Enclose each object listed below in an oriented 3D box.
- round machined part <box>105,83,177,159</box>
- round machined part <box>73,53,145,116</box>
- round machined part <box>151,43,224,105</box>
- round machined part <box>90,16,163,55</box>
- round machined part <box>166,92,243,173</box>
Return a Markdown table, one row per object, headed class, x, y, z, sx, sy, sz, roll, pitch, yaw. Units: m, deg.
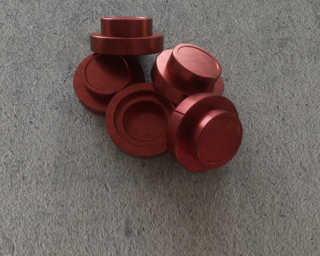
| class | x | y | z | sx | sy | sz | roll | pitch | yaw |
| --- | --- | --- | --- | --- | --- | --- | --- | --- | --- |
| round machined part | -0.019 | -0.006 | 0.402 | 0.099 | 0.042 | 0.098 | 0 | 70 | -1 |
| round machined part | -0.070 | -0.068 | 0.425 | 0.099 | 0.042 | 0.098 | 0 | 70 | -1 |
| round machined part | 0.041 | -0.073 | 0.404 | 0.099 | 0.042 | 0.098 | 15 | 44 | -15 |
| round machined part | -0.044 | -0.126 | 0.415 | 0.099 | 0.098 | 0.042 | 1 | 112 | 0 |
| round machined part | 0.059 | 0.009 | 0.368 | 0.098 | 0.098 | 0.042 | -41 | 35 | -14 |
